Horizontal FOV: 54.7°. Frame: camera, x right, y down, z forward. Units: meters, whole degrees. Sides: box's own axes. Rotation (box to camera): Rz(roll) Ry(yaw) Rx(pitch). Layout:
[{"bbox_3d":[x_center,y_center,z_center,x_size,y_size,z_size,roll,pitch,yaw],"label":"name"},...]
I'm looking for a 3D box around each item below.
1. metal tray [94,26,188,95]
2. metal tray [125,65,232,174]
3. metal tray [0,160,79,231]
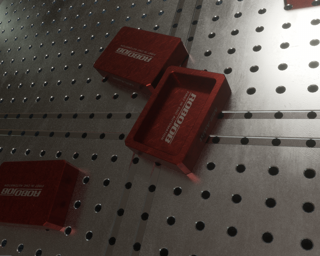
[{"bbox_3d":[-0.033,-0.108,0.487,0.130,0.030,0.090,25,75,36],"label":"metal tray"},{"bbox_3d":[0.024,-0.016,0.401,0.090,0.030,0.130,18,71,34],"label":"metal tray"},{"bbox_3d":[-0.187,0.094,0.444,0.130,0.030,0.090,-4,60,25],"label":"metal tray"}]
